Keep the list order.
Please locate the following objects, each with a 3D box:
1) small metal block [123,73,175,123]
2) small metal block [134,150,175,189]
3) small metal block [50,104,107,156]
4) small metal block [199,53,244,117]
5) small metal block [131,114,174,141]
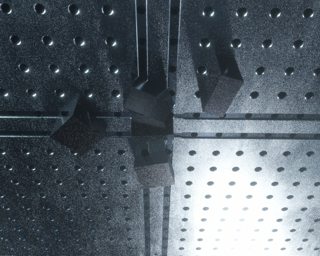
[{"bbox_3d":[-0.015,-0.036,0.361,0.050,0.050,0.025,21,112,-17],"label":"small metal block"},{"bbox_3d":[-0.008,0.063,0.465,0.050,0.025,0.050,-10,130,8],"label":"small metal block"},{"bbox_3d":[-0.108,0.004,0.414,0.050,0.025,0.050,-37,121,27],"label":"small metal block"},{"bbox_3d":[0.068,-0.049,0.354,0.025,0.050,0.050,14,129,-12],"label":"small metal block"},{"bbox_3d":[-0.008,0.001,0.395,0.050,0.025,0.050,-2,170,2],"label":"small metal block"}]
